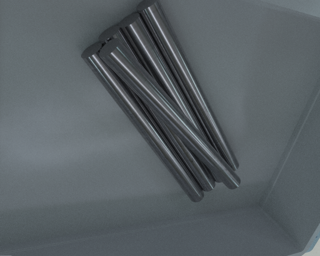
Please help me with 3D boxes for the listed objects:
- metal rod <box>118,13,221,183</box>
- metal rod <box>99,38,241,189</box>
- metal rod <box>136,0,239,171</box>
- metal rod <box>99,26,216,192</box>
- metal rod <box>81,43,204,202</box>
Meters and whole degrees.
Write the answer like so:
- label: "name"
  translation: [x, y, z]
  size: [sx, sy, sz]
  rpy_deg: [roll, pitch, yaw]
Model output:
- label: "metal rod"
  translation: [0.034, -0.016, 0.415]
  size: [0.025, 0.025, 0.300]
  rpy_deg: [-37, 129, -3]
- label: "metal rod"
  translation: [0.033, 0.004, 0.394]
  size: [0.025, 0.025, 0.300]
  rpy_deg: [-44, 129, 2]
- label: "metal rod"
  translation: [0.052, -0.033, 0.415]
  size: [0.025, 0.025, 0.300]
  rpy_deg: [-37, 129, -3]
- label: "metal rod"
  translation: [0.013, -0.002, 0.413]
  size: [0.025, 0.025, 0.300]
  rpy_deg: [-37, 129, -3]
- label: "metal rod"
  translation: [-0.005, 0.015, 0.414]
  size: [0.025, 0.025, 0.300]
  rpy_deg: [-37, 129, -3]
